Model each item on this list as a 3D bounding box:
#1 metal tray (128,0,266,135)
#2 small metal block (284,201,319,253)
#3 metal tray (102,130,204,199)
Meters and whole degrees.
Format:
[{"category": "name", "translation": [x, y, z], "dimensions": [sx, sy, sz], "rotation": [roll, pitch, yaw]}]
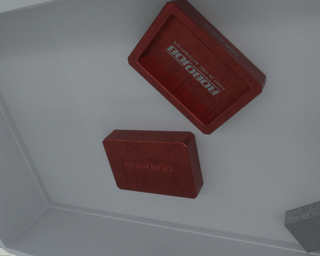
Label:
[{"category": "metal tray", "translation": [0.038, -0.065, 0.344], "dimensions": [0.130, 0.030, 0.090], "rotation": [43, 129, -2]}, {"category": "small metal block", "translation": [0.192, 0.123, 0.383], "dimensions": [0.050, 0.025, 0.050], "rotation": [-34, 100, 38]}, {"category": "metal tray", "translation": [-0.010, 0.050, 0.440], "dimensions": [0.130, 0.030, 0.089], "rotation": [1, 119, 27]}]
